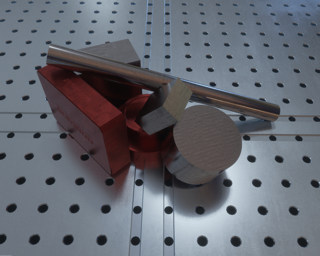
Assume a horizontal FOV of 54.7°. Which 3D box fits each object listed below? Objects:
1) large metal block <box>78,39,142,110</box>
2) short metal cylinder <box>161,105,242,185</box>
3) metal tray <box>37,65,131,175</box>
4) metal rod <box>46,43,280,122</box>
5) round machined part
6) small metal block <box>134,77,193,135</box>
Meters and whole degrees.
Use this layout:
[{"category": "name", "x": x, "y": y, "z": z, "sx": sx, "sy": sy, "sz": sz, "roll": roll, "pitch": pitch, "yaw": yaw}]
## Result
[{"category": "large metal block", "x": -0.071, "y": -0.067, "z": 0.425, "sx": 0.081, "sy": 0.080, "sz": 0.050, "roll": -17, "pitch": 52, "yaw": -14}, {"category": "short metal cylinder", "x": 0.047, "y": 0.020, "z": 0.360, "sx": 0.081, "sy": 0.050, "sz": 0.080, "roll": 7, "pitch": 62, "yaw": -13}, {"category": "metal tray", "x": -0.091, "y": -0.013, "z": 0.374, "sx": 0.030, "sy": 0.089, "sz": 0.130, "roll": -36, "pitch": 59, "yaw": -26}, {"category": "metal rod", "x": 0.017, "y": -0.052, "z": 0.390, "sx": 0.302, "sy": 0.025, "sz": 0.025, "roll": 13, "pitch": 48, "yaw": -15}, {"category": "round machined part", "x": -0.016, "y": -0.007, "z": 0.406, "sx": 0.099, "sy": 0.042, "sz": 0.098, "roll": 0, "pitch": 50, "yaw": 0}, {"category": "small metal block", "x": 0.004, "y": -0.024, "z": 0.355, "sx": 0.025, "sy": 0.050, "sz": 0.050, "roll": 44, "pitch": 49, "yaw": -20}]
